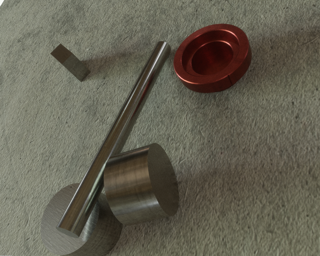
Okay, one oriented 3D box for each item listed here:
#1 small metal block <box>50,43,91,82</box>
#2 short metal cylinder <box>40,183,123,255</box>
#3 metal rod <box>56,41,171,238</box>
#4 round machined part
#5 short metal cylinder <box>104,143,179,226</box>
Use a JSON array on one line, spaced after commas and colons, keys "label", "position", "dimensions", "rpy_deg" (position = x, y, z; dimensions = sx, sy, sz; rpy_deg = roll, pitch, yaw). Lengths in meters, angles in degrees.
[{"label": "small metal block", "position": [-0.155, -0.113, 0.539], "dimensions": [0.025, 0.050, 0.050], "rpy_deg": [-47, 51, -4]}, {"label": "short metal cylinder", "position": [-0.092, 0.112, 0.367], "dimensions": [0.080, 0.050, 0.080], "rpy_deg": [-13, 56, 21]}, {"label": "metal rod", "position": [-0.044, -0.009, 0.394], "dimensions": [0.025, 0.025, 0.300], "rpy_deg": [1, 50, 29]}, {"label": "round machined part", "position": [0.071, -0.086, 0.408], "dimensions": [0.098, 0.042, 0.098], "rpy_deg": [-13, 56, 21]}, {"label": "short metal cylinder", "position": [-0.018, 0.062, 0.340], "dimensions": [0.050, 0.080, 0.080], "rpy_deg": [-18, 55, 18]}]
